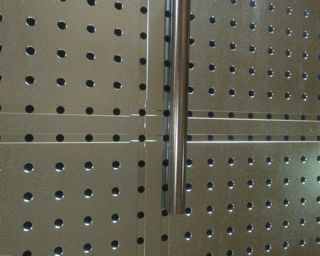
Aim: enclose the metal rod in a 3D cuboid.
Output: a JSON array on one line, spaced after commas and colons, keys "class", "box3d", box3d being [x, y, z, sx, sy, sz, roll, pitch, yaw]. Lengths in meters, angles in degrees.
[{"class": "metal rod", "box3d": [0.026, -0.035, 0.423, 0.025, 0.025, 0.298, 2, 90, -20]}]
